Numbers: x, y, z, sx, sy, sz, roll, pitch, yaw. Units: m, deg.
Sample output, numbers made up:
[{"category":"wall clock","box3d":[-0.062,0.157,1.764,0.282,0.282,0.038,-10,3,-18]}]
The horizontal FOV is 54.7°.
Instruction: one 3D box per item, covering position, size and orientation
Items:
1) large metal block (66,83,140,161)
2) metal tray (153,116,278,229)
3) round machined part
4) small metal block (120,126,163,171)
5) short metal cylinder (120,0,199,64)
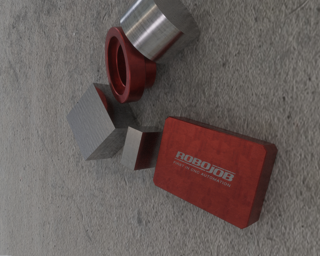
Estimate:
[{"category":"large metal block","box3d":[-0.085,-0.008,0.459,0.080,0.050,0.080,-43,64,31]},{"category":"metal tray","box3d":[0.056,0.044,0.355,0.130,0.030,0.089,19,102,38]},{"category":"round machined part","box3d":[-0.038,-0.083,0.408,0.098,0.042,0.097,39,134,56]},{"category":"small metal block","box3d":[-0.020,0.025,0.405,0.025,0.050,0.050,22,104,38]},{"category":"short metal cylinder","box3d":[0.000,-0.124,0.369,0.050,0.081,0.080,-37,68,33]}]
